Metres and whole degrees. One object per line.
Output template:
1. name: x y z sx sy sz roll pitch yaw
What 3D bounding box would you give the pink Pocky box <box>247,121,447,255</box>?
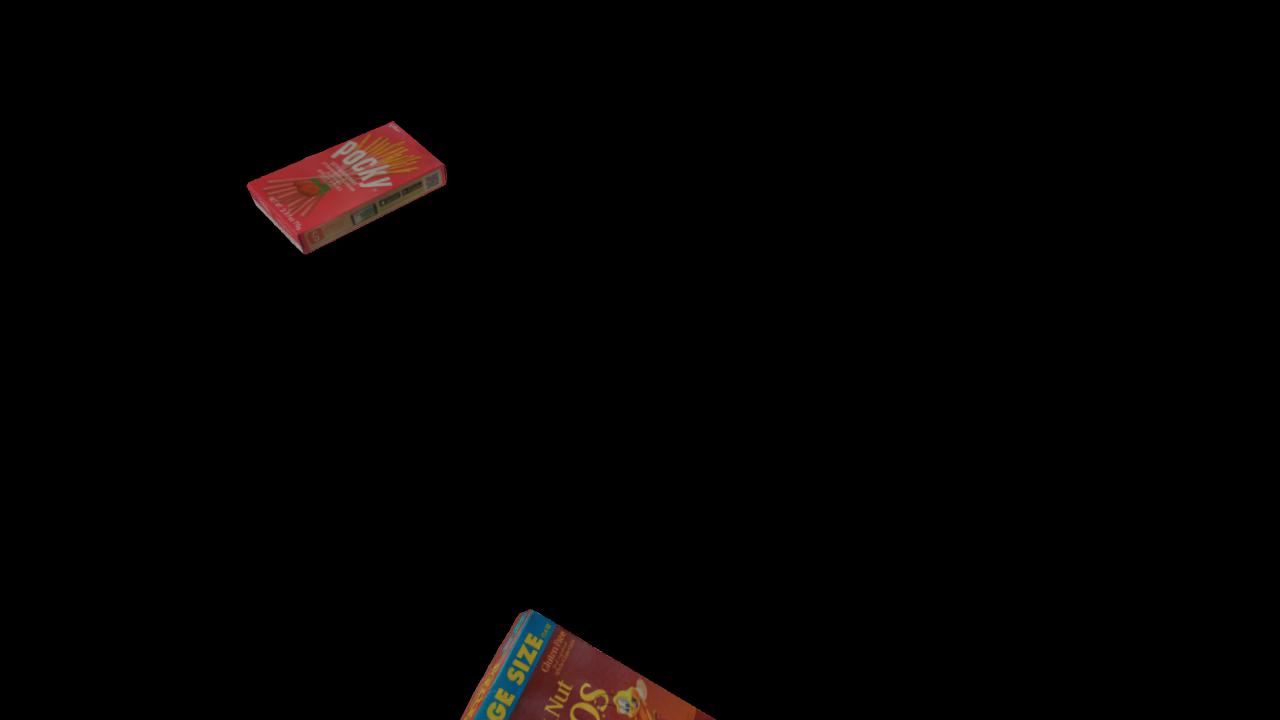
1. pink Pocky box: -0.271 -0.167 0.580 0.155 0.084 0.029 -39 -19 -29

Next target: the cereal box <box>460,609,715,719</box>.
1. cereal box: -0.030 0.398 0.560 0.306 0.203 0.081 34 -31 -6
